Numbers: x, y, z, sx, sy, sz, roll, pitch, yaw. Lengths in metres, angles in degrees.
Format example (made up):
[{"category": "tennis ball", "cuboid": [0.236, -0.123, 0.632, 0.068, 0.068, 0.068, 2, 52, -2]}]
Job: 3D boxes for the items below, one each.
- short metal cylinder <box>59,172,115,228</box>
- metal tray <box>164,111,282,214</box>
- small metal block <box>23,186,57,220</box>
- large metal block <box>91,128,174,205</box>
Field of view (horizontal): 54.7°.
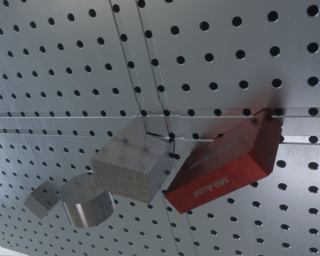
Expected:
[{"category": "short metal cylinder", "cuboid": [-0.119, 0.117, 0.511, 0.080, 0.080, 0.050, 4, 120, 26]}, {"category": "metal tray", "cuboid": [0.071, 0.040, 0.356, 0.030, 0.090, 0.129, 49, 129, -6]}, {"category": "small metal block", "cuboid": [-0.247, 0.155, 0.637, 0.050, 0.025, 0.050, 43, 129, -2]}, {"category": "large metal block", "cuboid": [-0.034, 0.049, 0.424, 0.080, 0.080, 0.050, 12, 124, 21]}]
